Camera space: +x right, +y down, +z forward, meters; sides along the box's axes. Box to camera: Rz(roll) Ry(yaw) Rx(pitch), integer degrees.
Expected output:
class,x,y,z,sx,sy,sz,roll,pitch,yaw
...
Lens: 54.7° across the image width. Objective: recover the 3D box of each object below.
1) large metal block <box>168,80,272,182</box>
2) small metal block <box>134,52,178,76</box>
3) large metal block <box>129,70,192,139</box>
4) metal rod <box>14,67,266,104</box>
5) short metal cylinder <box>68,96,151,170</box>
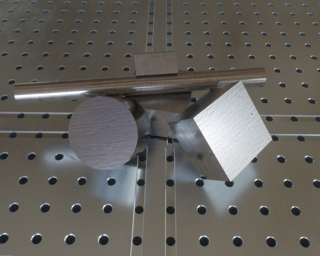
class,x,y,z,sx,sy,sz,roll,pitch,yaw
large metal block,0.070,0.004,0.356,0.080,0.050,0.080,-38,103,-27
small metal block,-0.006,-0.083,0.392,0.050,0.025,0.050,-5,15,-4
large metal block,0.001,-0.036,0.416,0.080,0.050,0.080,8,51,7
metal rod,-0.020,-0.053,0.383,0.302,0.025,0.025,-4,50,-4
short metal cylinder,-0.056,0.004,0.356,0.080,0.079,0.050,15,9,12
